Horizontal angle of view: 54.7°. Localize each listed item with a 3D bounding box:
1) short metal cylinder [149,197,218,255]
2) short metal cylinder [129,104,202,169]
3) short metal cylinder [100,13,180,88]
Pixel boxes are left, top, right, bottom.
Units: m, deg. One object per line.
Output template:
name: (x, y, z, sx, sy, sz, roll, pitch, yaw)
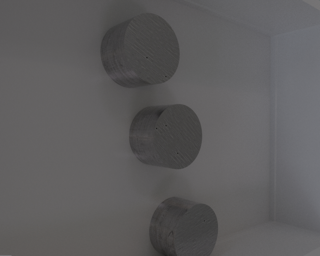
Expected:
short metal cylinder: (0.033, 0.138, 0.418, 0.081, 0.050, 0.080, 0, 90, -40)
short metal cylinder: (0.008, 0.010, 0.397, 0.081, 0.050, 0.080, 0, 90, -40)
short metal cylinder: (-0.023, -0.090, 0.371, 0.081, 0.050, 0.080, 0, 90, -40)
